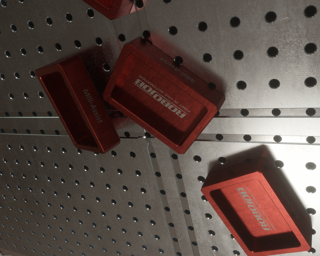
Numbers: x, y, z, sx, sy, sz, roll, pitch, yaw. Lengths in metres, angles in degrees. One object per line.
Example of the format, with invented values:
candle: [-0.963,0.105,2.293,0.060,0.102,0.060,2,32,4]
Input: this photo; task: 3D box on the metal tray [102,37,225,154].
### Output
metal tray: [0.001,-0.037,0.382,0.130,0.030,0.089,36,129,3]

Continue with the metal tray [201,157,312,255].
metal tray: [0.126,0.109,0.407,0.090,0.030,0.130,-27,104,37]

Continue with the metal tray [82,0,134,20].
metal tray: [-0.054,-0.192,0.316,0.090,0.030,0.129,36,129,4]

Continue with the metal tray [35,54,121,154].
metal tray: [-0.114,-0.030,0.428,0.090,0.030,0.129,3,123,50]
